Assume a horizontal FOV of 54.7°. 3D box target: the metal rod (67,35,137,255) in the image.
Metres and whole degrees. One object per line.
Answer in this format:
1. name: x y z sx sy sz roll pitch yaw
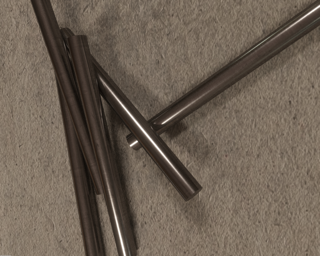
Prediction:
1. metal rod: -0.075 0.030 0.409 0.025 0.025 0.298 -10 96 19

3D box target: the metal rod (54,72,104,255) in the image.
1. metal rod: -0.116 0.060 0.448 0.025 0.025 0.298 -12 86 19

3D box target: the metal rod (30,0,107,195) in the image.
1. metal rod: -0.124 -0.052 0.432 0.025 0.025 0.298 -18 91 19

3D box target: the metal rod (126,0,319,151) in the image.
1. metal rod: 0.081 -0.062 0.380 0.300 0.025 0.025 -35 79 16

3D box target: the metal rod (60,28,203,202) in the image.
1. metal rod: -0.052 -0.031 0.405 0.025 0.025 0.300 -46 69 14
